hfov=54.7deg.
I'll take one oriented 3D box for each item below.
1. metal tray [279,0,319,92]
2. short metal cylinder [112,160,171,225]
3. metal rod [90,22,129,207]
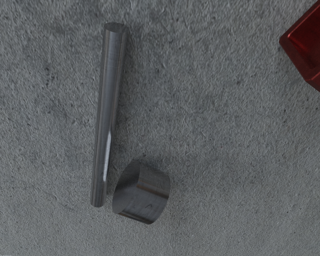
[{"bbox_3d":[0.180,-0.102,0.280,0.030,0.090,0.129,29,124,-22],"label":"metal tray"},{"bbox_3d":[-0.028,0.093,0.450,0.050,0.080,0.080,26,125,-21],"label":"short metal cylinder"},{"bbox_3d":[-0.073,0.008,0.412,0.025,0.025,0.298,8,130,-7],"label":"metal rod"}]
